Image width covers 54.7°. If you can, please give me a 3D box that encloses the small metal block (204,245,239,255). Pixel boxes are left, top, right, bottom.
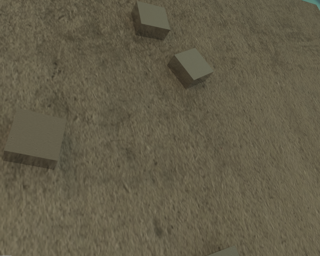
[{"bbox_3d":[0.067,0.164,0.342,0.050,0.025,0.050,-5,65,-31],"label":"small metal block"}]

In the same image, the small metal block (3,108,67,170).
[{"bbox_3d":[-0.131,0.012,0.327,0.050,0.025,0.050,15,56,-21],"label":"small metal block"}]

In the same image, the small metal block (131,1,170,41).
[{"bbox_3d":[-0.016,-0.174,0.503,0.050,0.025,0.050,3,60,-27],"label":"small metal block"}]

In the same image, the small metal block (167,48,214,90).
[{"bbox_3d":[0.048,-0.095,0.490,0.050,0.025,0.050,-28,77,-38],"label":"small metal block"}]
